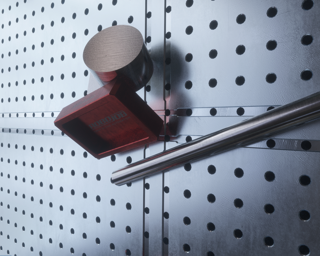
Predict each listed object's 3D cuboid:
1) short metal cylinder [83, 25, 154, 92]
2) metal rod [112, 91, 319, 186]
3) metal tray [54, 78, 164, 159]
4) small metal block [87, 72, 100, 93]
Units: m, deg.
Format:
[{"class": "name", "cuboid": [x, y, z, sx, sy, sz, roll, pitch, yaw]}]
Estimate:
[{"class": "short metal cylinder", "cuboid": [-0.054, -0.089, 0.410, 0.080, 0.050, 0.080, -7, 58, 12]}, {"class": "metal rod", "cuboid": [0.048, 0.024, 0.368, 0.299, 0.025, 0.025, -24, 75, 37]}, {"class": "metal tray", "cuboid": [-0.072, -0.007, 0.425, 0.130, 0.090, 0.030, -20, 37, 38]}, {"class": "small metal block", "cuboid": [-0.083, -0.071, 0.475, 0.050, 0.025, 0.050, 19, 102, 38]}]
